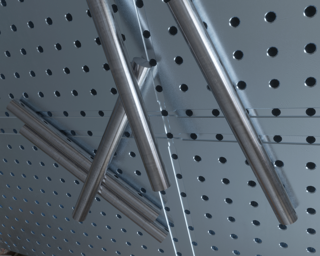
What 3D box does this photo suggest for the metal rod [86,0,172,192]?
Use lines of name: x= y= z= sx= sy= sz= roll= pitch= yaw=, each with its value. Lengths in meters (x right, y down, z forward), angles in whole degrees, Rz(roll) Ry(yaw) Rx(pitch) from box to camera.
metal rod: x=-0.044 y=-0.066 z=0.359 sx=0.025 sy=0.025 sz=0.298 roll=-11 pitch=103 yaw=32

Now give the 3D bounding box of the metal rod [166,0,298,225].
metal rod: x=0.090 y=-0.009 z=0.356 sx=0.025 sy=0.025 sz=0.299 roll=-20 pitch=108 yaw=35

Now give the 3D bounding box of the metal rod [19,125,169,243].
metal rod: x=-0.111 y=0.091 z=0.523 sx=0.300 sy=0.025 sz=0.025 roll=37 pitch=129 yaw=2

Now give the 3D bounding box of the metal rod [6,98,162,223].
metal rod: x=-0.124 y=0.052 z=0.506 sx=0.300 sy=0.025 sz=0.025 roll=37 pitch=129 yaw=2

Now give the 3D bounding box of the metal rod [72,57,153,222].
metal rod: x=-0.079 y=0.035 z=0.449 sx=0.025 sy=0.025 sz=0.298 roll=31 pitch=121 yaw=7
